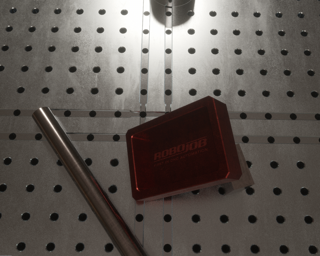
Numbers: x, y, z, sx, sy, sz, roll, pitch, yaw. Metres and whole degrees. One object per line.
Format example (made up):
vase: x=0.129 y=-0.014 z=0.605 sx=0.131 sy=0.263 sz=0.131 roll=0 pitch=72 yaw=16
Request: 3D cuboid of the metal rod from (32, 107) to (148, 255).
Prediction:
metal rod: x=-0.071 y=0.093 z=0.376 sx=0.025 sy=0.025 sz=0.300 roll=-35 pitch=74 yaw=-12

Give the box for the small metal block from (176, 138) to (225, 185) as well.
small metal block: x=0.045 y=0.046 z=0.380 sx=0.025 sy=0.050 sz=0.050 roll=1 pitch=62 yaw=-45

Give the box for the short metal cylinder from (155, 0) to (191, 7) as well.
short metal cylinder: x=0.021 y=-0.241 z=0.487 sx=0.081 sy=0.050 sz=0.080 roll=0 pitch=70 yaw=0

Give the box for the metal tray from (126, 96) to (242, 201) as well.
metal tray: x=0.021 y=0.028 z=0.359 sx=0.130 sy=0.030 sz=0.090 roll=-22 pitch=66 yaw=33

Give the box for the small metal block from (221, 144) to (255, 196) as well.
small metal block: x=0.088 y=0.052 z=0.380 sx=0.025 sy=0.050 sz=0.050 roll=-14 pitch=71 yaw=-7
